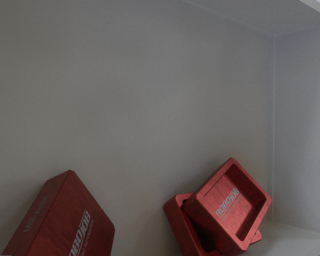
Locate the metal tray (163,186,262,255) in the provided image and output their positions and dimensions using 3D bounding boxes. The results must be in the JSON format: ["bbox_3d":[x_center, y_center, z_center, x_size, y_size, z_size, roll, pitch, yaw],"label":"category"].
[{"bbox_3d":[0.077,0.134,0.438,0.131,0.030,0.090,1,53,-40],"label":"metal tray"}]

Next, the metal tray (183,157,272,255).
[{"bbox_3d":[0.100,0.106,0.436,0.090,0.030,0.131,48,38,9],"label":"metal tray"}]

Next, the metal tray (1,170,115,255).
[{"bbox_3d":[-0.084,0.108,0.278,0.090,0.030,0.130,60,11,-20],"label":"metal tray"}]
